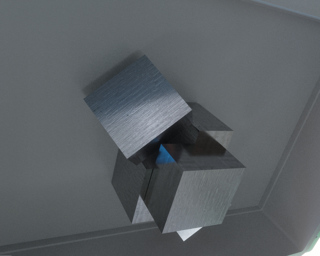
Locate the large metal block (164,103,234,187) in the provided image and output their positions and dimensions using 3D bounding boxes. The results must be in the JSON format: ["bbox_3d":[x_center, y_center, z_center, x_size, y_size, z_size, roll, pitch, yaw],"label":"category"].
[{"bbox_3d":[0.039,0.019,0.403,0.050,0.080,0.079,1,118,-29],"label":"large metal block"}]

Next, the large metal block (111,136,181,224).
[{"bbox_3d":[-0.019,0.062,0.399,0.050,0.080,0.079,1,118,-29],"label":"large metal block"}]

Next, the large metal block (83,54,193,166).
[{"bbox_3d":[-0.021,-0.018,0.339,0.080,0.080,0.050,-37,164,-4],"label":"large metal block"}]

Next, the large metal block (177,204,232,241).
[{"bbox_3d":[0.045,0.106,0.452,0.080,0.080,0.050,-36,94,-5],"label":"large metal block"}]

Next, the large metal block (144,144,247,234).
[{"bbox_3d":[0.037,0.065,0.346,0.081,0.050,0.079,2,118,-29],"label":"large metal block"}]
